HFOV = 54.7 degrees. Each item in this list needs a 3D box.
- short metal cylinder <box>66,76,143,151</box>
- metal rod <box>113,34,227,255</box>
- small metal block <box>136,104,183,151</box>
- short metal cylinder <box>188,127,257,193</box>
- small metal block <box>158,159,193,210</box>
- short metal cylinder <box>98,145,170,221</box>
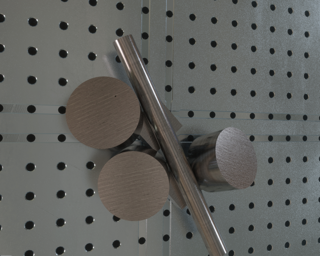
[{"bbox_3d":[-0.061,-0.014,0.358,0.081,0.050,0.080,0,82,1],"label":"short metal cylinder"},{"bbox_3d":[0.016,0.029,0.388,0.025,0.025,0.299,-27,99,-18],"label":"metal rod"},{"bbox_3d":[-0.008,-0.004,0.406,0.050,0.025,0.050,-45,104,-14],"label":"small metal block"},{"bbox_3d":[0.084,0.044,0.413,0.081,0.050,0.080,13,67,-35],"label":"short metal cylinder"},{"bbox_3d":[0.028,0.073,0.419,0.050,0.025,0.050,-42,104,-15],"label":"small metal block"},{"bbox_3d":[-0.029,0.063,0.371,0.080,0.050,0.079,0,94,2],"label":"short metal cylinder"}]
